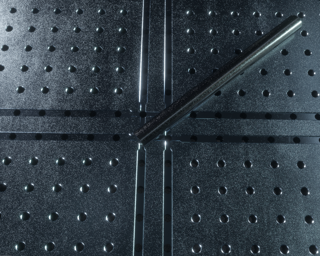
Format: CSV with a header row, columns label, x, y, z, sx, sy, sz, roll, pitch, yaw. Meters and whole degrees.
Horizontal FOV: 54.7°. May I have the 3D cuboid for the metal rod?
label,x,y,z,sx,sy,sz,roll,pitch,yaw
metal rod,0.089,-0.072,0.439,0.301,0.025,0.025,-37,75,-13
